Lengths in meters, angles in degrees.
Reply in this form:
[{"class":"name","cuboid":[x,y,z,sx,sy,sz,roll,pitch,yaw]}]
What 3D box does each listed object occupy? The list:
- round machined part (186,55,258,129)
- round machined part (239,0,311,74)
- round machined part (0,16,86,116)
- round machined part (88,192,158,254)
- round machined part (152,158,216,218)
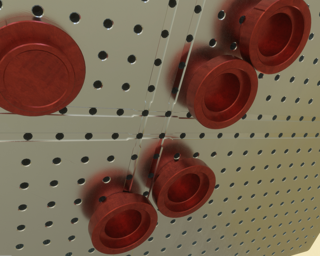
[{"class":"round machined part","cuboid":[0.078,-0.050,0.414,0.099,0.042,0.097,-14,125,-21]},{"class":"round machined part","cuboid":[0.144,-0.123,0.405,0.099,0.042,0.097,-14,125,-21]},{"class":"round machined part","cuboid":[-0.121,-0.054,0.301,0.099,0.042,0.097,-14,125,-21]},{"class":"round machined part","cuboid":[-0.056,0.133,0.454,0.099,0.042,0.097,-14,125,-21]},{"class":"round machined part","cuboid":[0.032,0.086,0.473,0.099,0.042,0.097,-14,124,-21]}]
